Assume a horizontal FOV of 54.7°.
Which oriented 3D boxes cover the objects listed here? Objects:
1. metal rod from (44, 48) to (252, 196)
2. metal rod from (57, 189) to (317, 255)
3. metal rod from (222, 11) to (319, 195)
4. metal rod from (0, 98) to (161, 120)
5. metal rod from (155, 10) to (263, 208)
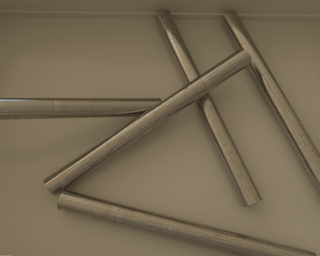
[{"bbox_3d":[-0.011,-0.011,0.395,0.301,0.025,0.025,-34,74,-5],"label":"metal rod"},{"bbox_3d":[0.028,0.121,0.365,0.302,0.025,0.025,13,71,4],"label":"metal rod"},{"bbox_3d":[0.161,-0.037,0.424,0.025,0.025,0.299,-20,71,-7],"label":"metal rod"},{"bbox_3d":[-0.141,-0.023,0.364,0.303,0.025,0.025,-2,69,-22],"label":"metal rod"},{"bbox_3d":[0.059,-0.039,0.423,0.025,0.025,0.299,-20,71,-7],"label":"metal rod"}]
